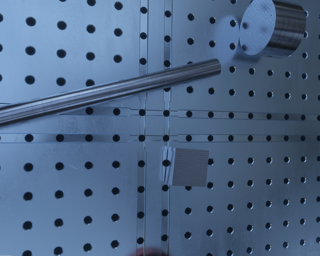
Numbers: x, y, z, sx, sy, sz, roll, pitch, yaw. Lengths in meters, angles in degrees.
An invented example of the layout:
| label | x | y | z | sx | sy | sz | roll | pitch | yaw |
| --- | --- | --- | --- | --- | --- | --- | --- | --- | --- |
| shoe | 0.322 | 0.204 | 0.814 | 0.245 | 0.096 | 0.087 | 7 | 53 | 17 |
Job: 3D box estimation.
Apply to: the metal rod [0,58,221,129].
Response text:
| label | x | y | z | sx | sy | sz | roll | pitch | yaw |
| --- | --- | --- | --- | --- | --- | --- | --- | --- | --- |
| metal rod | -0.056 | -0.048 | 0.392 | 0.302 | 0.025 | 0.025 | -16 | 96 | -20 |

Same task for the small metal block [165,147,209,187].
| label | x | y | z | sx | sy | sz | roll | pitch | yaw |
| --- | --- | --- | --- | --- | --- | --- | --- | --- | --- |
| small metal block | 0.037 | 0.053 | 0.428 | 0.050 | 0.025 | 0.050 | 6 | 88 | -20 |

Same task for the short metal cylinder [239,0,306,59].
| label | x | y | z | sx | sy | sz | roll | pitch | yaw |
| --- | --- | --- | --- | --- | --- | --- | --- | --- | --- |
| short metal cylinder | 0.159 | -0.142 | 0.443 | 0.050 | 0.080 | 0.079 | 2 | 90 | -20 |
